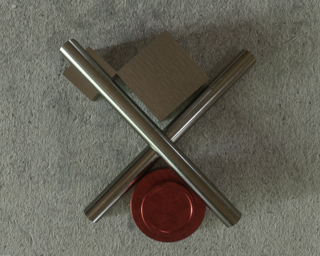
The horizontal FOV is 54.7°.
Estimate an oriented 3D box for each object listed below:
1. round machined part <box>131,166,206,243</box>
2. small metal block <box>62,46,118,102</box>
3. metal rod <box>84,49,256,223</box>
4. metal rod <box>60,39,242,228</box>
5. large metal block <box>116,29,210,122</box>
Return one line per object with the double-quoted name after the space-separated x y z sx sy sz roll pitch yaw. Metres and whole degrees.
0.011 0.101 0.402 0.099 0.042 0.097 0 90 -1 "round machined part"
-0.090 -0.071 0.411 0.050 0.025 0.050 43 90 -1 "small metal block"
0.014 0.010 0.413 0.025 0.025 0.300 45 89 -1 "metal rod"
-0.011 0.007 0.385 0.025 0.025 0.300 -44 91 0 "metal rod"
0.004 -0.064 0.400 0.080 0.050 0.080 -42 91 0 "large metal block"
